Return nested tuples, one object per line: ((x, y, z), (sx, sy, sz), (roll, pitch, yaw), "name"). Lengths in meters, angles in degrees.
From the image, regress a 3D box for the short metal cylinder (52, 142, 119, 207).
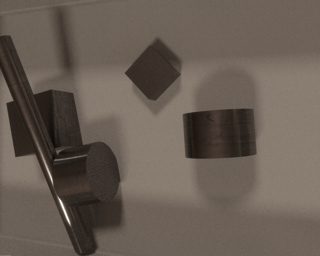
((-0.096, 0.062, 0.414), (0.050, 0.080, 0.080), (-13, 86, 19), "short metal cylinder")

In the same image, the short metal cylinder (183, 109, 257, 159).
((0.068, 0.006, 0.357), (0.080, 0.080, 0.050), (-4, 89, 19), "short metal cylinder")

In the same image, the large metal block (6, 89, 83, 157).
((-0.169, -0.006, 0.455), (0.080, 0.050, 0.080), (-13, 86, 19), "large metal block")

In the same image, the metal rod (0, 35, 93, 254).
((-0.152, 0.029, 0.409), (0.025, 0.025, 0.298), (-14, 101, 19), "metal rod")

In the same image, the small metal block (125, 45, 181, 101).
((-0.010, -0.072, 0.413), (0.050, 0.025, 0.050), (-45, 76, 14), "small metal block")
